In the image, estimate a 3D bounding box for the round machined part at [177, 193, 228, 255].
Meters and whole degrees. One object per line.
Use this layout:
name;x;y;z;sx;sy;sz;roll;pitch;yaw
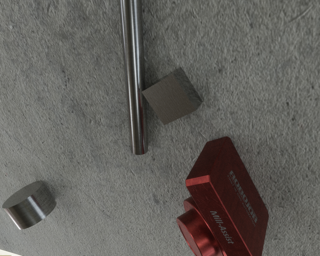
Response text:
round machined part;0.057;0.141;0.418;0.098;0.042;0.098;56;165;25

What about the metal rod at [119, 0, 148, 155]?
metal rod;-0.031;-0.096;0.362;0.025;0.025;0.298;12;124;21

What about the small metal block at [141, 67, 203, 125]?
small metal block;0.015;-0.038;0.375;0.050;0.025;0.050;-25;105;36

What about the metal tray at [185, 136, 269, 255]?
metal tray;0.086;0.087;0.372;0.030;0.090;0.130;-20;108;34

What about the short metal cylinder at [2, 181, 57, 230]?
short metal cylinder;-0.246;0.145;0.588;0.080;0.080;0.050;-15;111;34
